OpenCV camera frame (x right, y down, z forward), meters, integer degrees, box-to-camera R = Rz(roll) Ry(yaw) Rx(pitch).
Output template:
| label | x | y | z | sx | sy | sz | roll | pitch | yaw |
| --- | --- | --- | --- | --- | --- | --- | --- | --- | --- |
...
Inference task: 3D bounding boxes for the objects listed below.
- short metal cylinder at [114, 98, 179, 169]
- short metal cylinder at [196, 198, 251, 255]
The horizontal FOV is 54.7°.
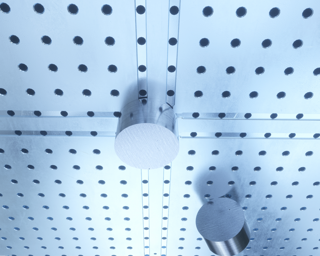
| label | x | y | z | sx | sy | sz | roll | pitch | yaw |
| --- | --- | --- | --- | --- | --- | --- | --- | --- | --- |
| short metal cylinder | -0.016 | 0.008 | 0.402 | 0.081 | 0.050 | 0.079 | 0 | 130 | 0 |
| short metal cylinder | 0.106 | 0.164 | 0.516 | 0.080 | 0.080 | 0.050 | -16 | 128 | 13 |
